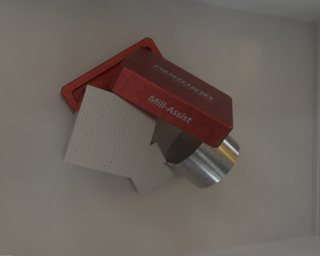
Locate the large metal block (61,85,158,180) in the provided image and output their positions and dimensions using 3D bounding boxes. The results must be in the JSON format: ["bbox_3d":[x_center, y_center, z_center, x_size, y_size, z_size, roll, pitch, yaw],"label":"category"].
[{"bbox_3d":[-0.056,0.006,0.342,0.081,0.050,0.080,17,84,-20],"label":"large metal block"}]

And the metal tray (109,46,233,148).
[{"bbox_3d":[0.019,-0.039,0.351,0.130,0.090,0.030,29,119,-4],"label":"metal tray"}]

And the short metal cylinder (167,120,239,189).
[{"bbox_3d":[0.055,0.031,0.402,0.050,0.080,0.080,41,77,-16],"label":"short metal cylinder"}]

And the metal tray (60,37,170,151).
[{"bbox_3d":[-0.045,-0.043,0.390,0.131,0.030,0.090,-36,102,-17],"label":"metal tray"}]

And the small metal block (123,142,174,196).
[{"bbox_3d":[-0.018,0.052,0.403,0.050,0.025,0.050,-31,100,-18],"label":"small metal block"}]
